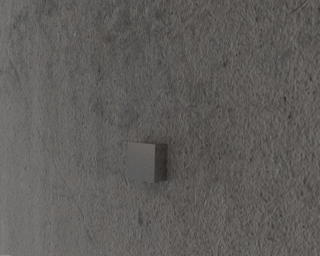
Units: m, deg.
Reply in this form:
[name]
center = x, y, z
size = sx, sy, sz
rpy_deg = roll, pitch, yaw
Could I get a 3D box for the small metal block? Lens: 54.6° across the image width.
[small metal block]
center = -0.018, 0.045, 0.421
size = 0.050, 0.025, 0.050
rpy_deg = 3, 92, 40
